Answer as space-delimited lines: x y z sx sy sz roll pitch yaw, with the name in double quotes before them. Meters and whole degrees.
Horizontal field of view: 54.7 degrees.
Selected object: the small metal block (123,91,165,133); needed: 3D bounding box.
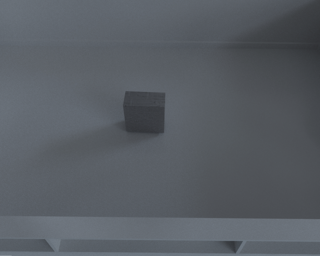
"small metal block" -0.019 -0.020 0.401 0.050 0.050 0.025 2 50 2
